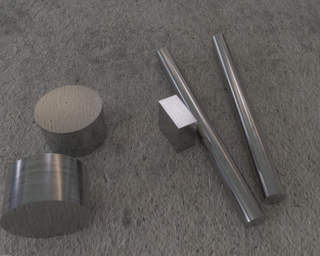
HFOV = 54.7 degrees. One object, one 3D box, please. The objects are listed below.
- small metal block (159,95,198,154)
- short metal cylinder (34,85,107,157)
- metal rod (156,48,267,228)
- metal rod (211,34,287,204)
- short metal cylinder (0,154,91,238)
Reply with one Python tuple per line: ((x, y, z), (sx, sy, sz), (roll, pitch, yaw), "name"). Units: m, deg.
((0.021, -0.005, 0.391), (0.025, 0.050, 0.050), (-22, 54, -17), "small metal block")
((-0.111, -0.009, 0.394), (0.081, 0.050, 0.080), (0, 50, 0), "short metal cylinder")
((0.052, -0.011, 0.412), (0.025, 0.025, 0.300), (-14, 52, -12), "metal rod")
((0.113, -0.037, 0.434), (0.025, 0.025, 0.300), (-4, 50, -3), "metal rod")
((-0.111, 0.069, 0.309), (0.081, 0.080, 0.050), (-9, 51, -7), "short metal cylinder")
